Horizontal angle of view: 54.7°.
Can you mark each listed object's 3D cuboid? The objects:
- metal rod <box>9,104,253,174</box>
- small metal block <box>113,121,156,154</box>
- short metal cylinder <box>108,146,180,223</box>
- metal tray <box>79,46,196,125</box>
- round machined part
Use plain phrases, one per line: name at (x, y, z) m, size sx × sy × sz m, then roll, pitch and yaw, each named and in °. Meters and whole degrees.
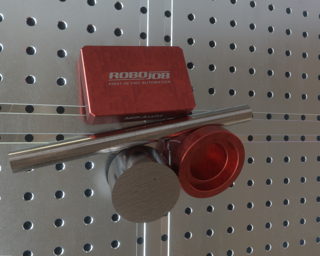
metal rod at (-0.018, 0.008, 0.379) m, size 0.303 × 0.025 × 0.025 m, roll -12°, pitch 94°, yaw -20°
small metal block at (-0.033, 0.015, 0.410) m, size 0.050 × 0.025 × 0.050 m, roll 19°, pitch 84°, yaw -20°
short metal cylinder at (-0.021, 0.068, 0.380) m, size 0.081 × 0.050 × 0.079 m, roll -5°, pitch 110°, yaw -13°
metal tray at (-0.028, -0.056, 0.385) m, size 0.131 × 0.030 × 0.090 m, roll -5°, pitch 73°, yaw -21°
round machined part at (0.061, 0.041, 0.415) m, size 0.099 × 0.042 × 0.097 m, roll -10°, pitch 116°, yaw -20°
